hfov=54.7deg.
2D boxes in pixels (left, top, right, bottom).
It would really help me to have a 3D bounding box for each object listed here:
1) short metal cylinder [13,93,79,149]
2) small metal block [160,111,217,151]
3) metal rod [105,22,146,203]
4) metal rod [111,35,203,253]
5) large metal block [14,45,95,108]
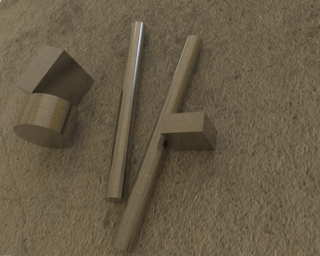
[{"bbox_3d":[-0.166,-0.008,0.459,0.080,0.080,0.050,-5,60,25],"label":"short metal cylinder"},{"bbox_3d":[0.035,0.006,0.365,0.050,0.050,0.025,-3,60,26],"label":"small metal block"},{"bbox_3d":[-0.046,-0.041,0.451,0.025,0.025,0.299,-10,57,23],"label":"metal rod"},{"bbox_3d":[0.004,0.003,0.398,0.025,0.025,0.300,6,64,30],"label":"metal rod"},{"bbox_3d":[-0.166,-0.073,0.498,0.050,0.080,0.080,21,73,35],"label":"large metal block"}]
